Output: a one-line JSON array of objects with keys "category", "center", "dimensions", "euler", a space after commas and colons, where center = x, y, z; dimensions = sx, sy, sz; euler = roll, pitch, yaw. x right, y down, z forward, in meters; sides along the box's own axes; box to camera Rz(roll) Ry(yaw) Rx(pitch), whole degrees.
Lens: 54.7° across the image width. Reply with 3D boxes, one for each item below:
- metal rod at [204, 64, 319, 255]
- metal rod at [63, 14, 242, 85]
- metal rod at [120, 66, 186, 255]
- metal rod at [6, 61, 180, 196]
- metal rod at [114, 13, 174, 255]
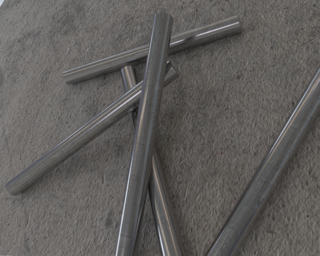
[{"category": "metal rod", "center": [0.126, 0.026, 0.321], "dimensions": [0.025, 0.025, 0.300], "euler": [26, 76, 37]}, {"category": "metal rod", "center": [-0.025, -0.117, 0.488], "dimensions": [0.300, 0.025, 0.025], "euler": [-12, 57, 21]}, {"category": "metal rod", "center": [-0.016, 0.028, 0.394], "dimensions": [0.025, 0.025, 0.299], "euler": [-26, 53, 12]}, {"category": "metal rod", "center": [-0.101, 0.007, 0.430], "dimensions": [0.300, 0.025, 0.025], "euler": [-35, 51, 13]}, {"category": "metal rod", "center": [-0.017, 0.007, 0.360], "dimensions": [0.025, 0.025, 0.299], "euler": [2, 78, 29]}]
